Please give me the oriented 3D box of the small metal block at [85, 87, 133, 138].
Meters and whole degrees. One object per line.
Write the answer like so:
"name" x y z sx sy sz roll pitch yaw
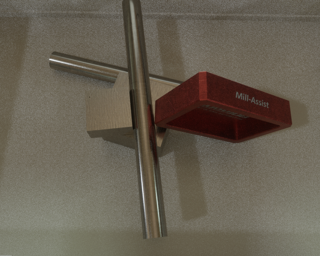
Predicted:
"small metal block" -0.058 -0.018 0.361 0.050 0.025 0.050 -6 70 -3

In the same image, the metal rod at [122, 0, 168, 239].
"metal rod" -0.022 -0.028 0.365 0.025 0.025 0.299 -6 70 -3

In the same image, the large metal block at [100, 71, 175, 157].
"large metal block" -0.025 -0.017 0.401 0.080 0.050 0.080 17 71 6

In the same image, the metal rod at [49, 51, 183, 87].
"metal rod" -0.006 -0.061 0.431 0.302 0.025 0.025 14 71 4

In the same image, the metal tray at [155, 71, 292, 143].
"metal tray" 0.071 -0.017 0.352 0.131 0.090 0.030 12 68 -29
